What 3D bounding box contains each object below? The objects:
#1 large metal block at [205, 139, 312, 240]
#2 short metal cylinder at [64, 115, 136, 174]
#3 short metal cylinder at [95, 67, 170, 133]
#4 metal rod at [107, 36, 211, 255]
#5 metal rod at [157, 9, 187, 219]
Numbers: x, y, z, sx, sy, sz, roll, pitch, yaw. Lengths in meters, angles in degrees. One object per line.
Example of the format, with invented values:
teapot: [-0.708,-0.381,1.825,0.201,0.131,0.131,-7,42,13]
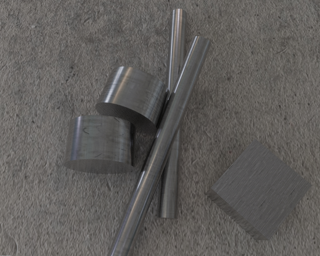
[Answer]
large metal block: [0.113,0.074,0.369,0.080,0.050,0.080,42,75,13]
short metal cylinder: [-0.070,0.023,0.370,0.081,0.080,0.050,1,70,0]
short metal cylinder: [-0.034,-0.033,0.391,0.080,0.080,0.050,18,71,6]
metal rod: [0.000,0.025,0.374,0.025,0.025,0.299,20,80,7]
metal rod: [0.019,-0.033,0.419,0.025,0.025,0.299,4,70,1]
